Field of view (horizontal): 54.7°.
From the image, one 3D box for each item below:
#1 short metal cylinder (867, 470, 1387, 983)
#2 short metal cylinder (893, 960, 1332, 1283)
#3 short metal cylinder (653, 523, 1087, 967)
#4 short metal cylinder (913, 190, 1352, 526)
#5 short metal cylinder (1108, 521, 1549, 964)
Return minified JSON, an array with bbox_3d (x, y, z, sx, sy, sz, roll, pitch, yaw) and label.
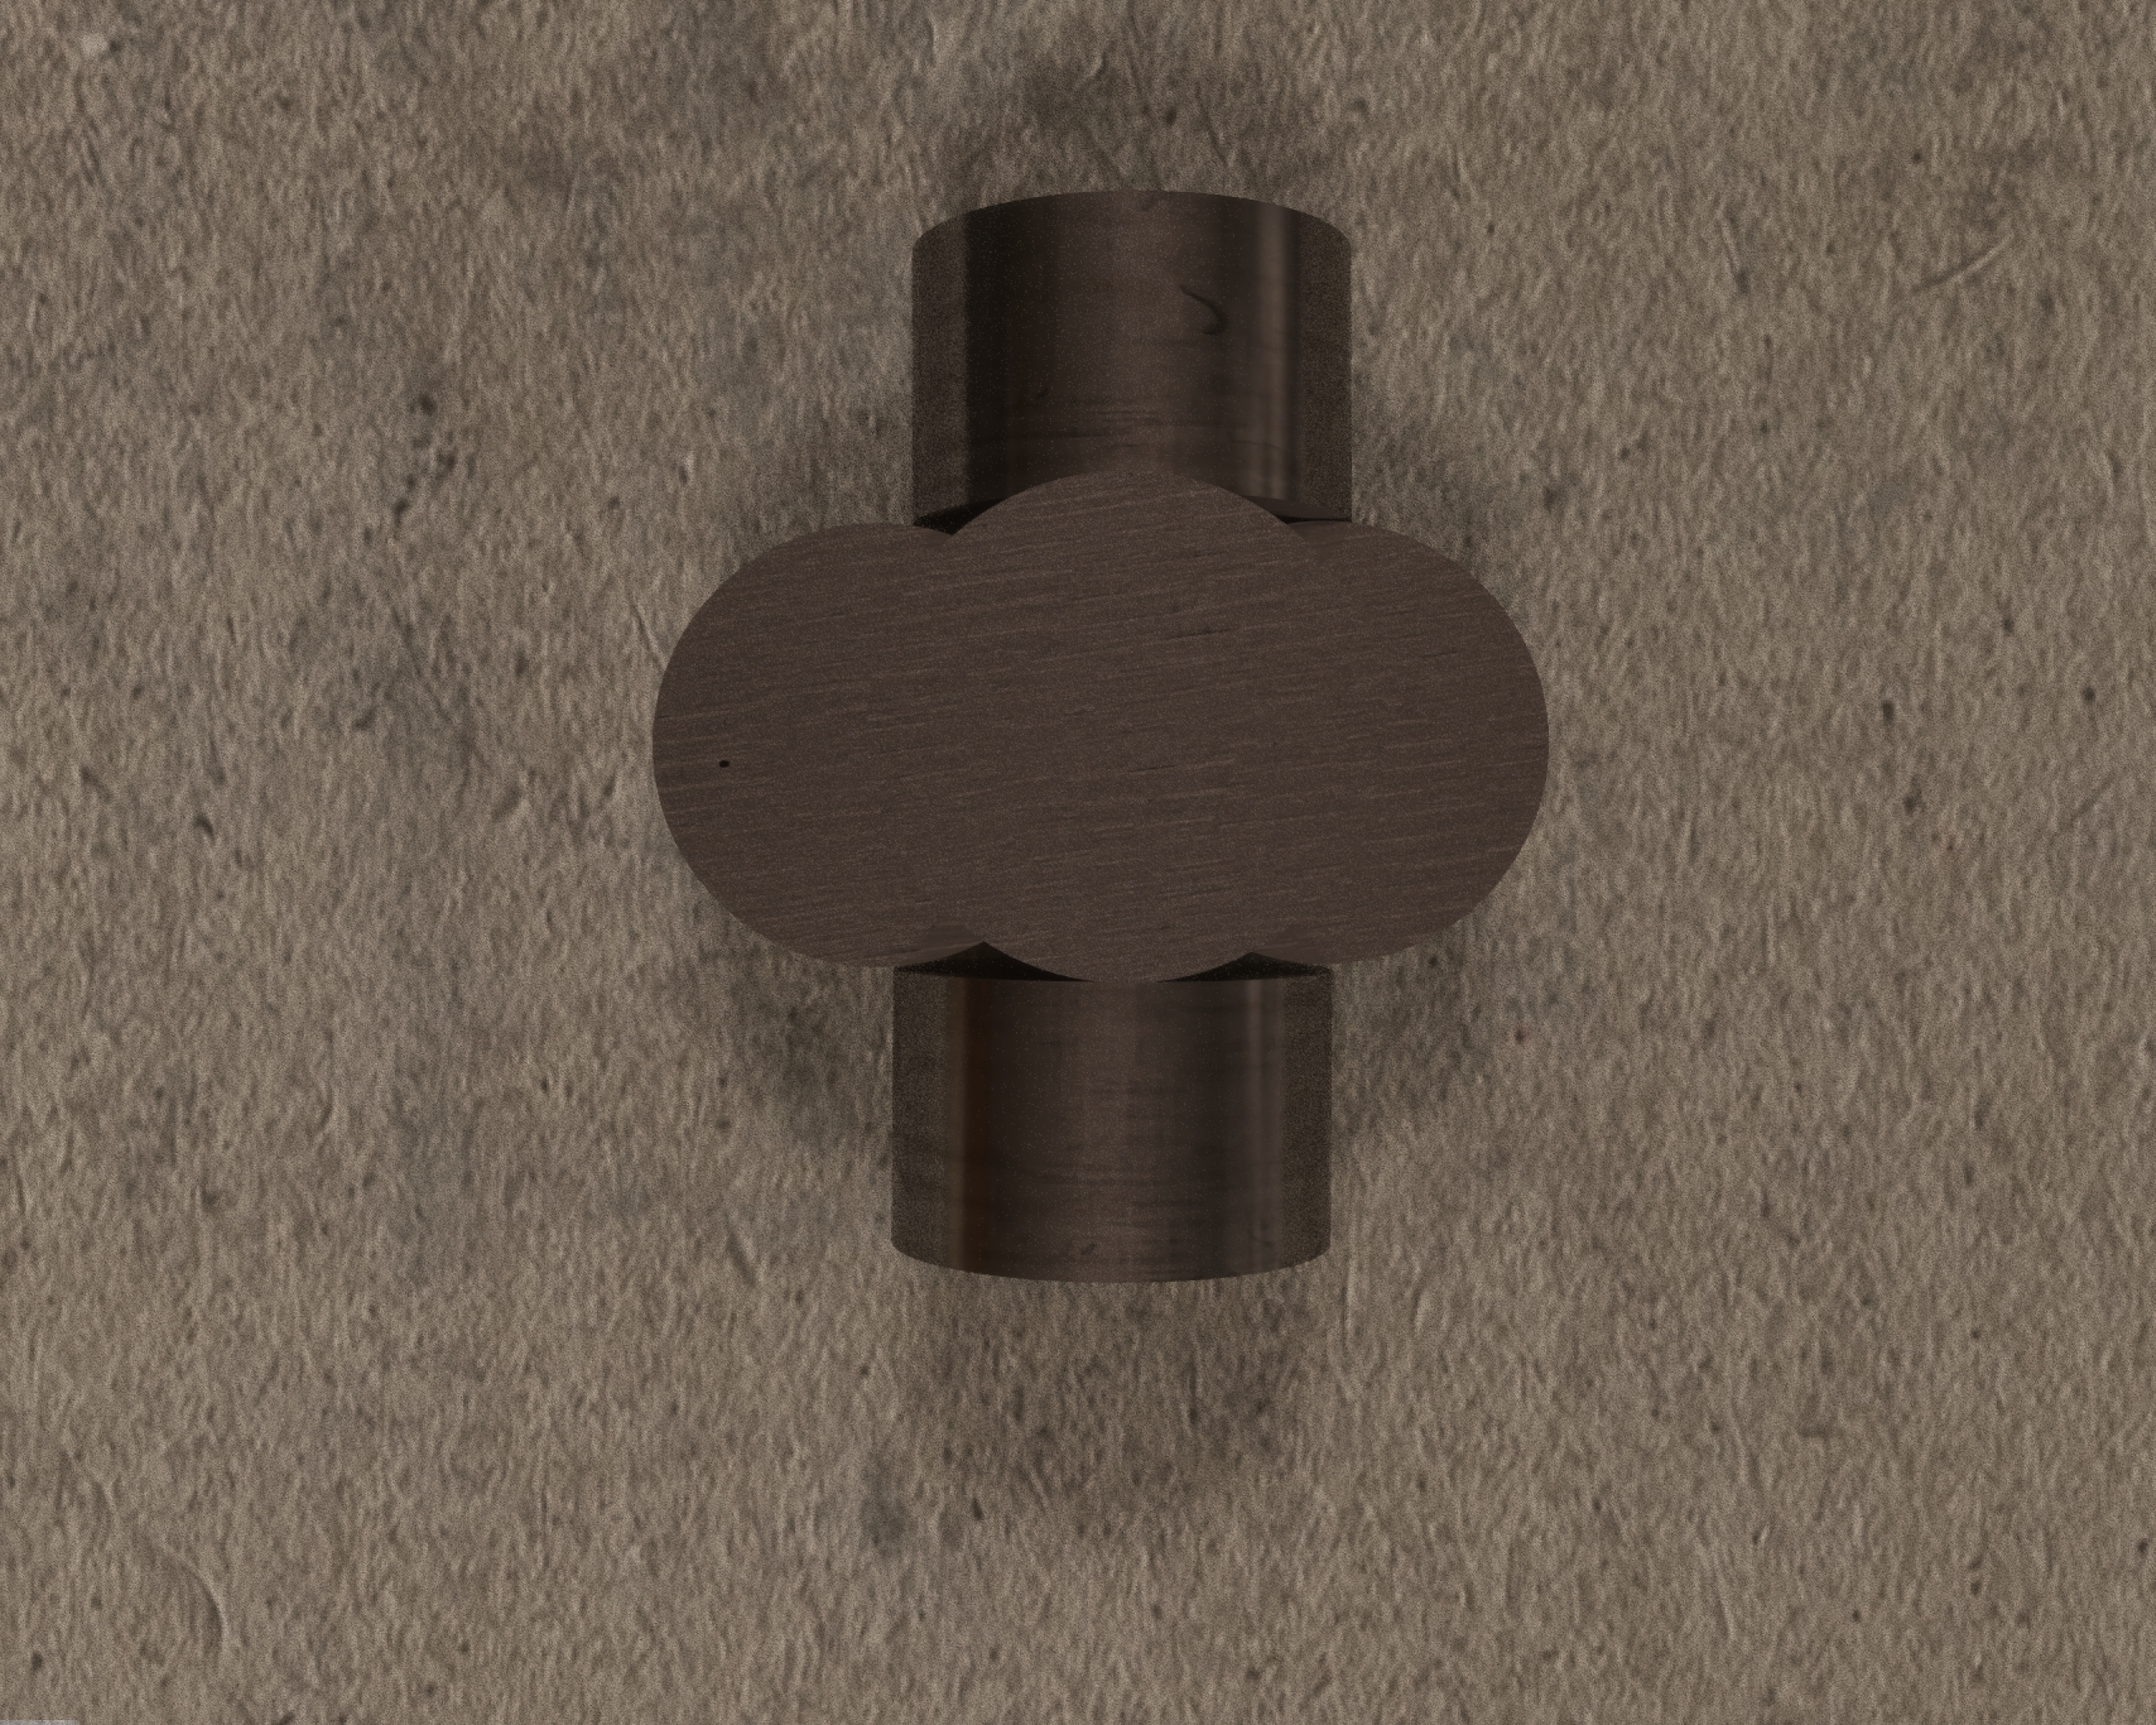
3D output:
[{"bbox_3d":[0.008,-0.021,0.348,0.081,0.050,0.079,0,90,-1],"label":"short metal cylinder"},{"bbox_3d":[0.006,0.044,0.384,0.081,0.080,0.050,0,90,-1],"label":"short metal cylinder"},{"bbox_3d":[-0.036,-0.021,0.398,0.081,0.050,0.079,0,90,-1],"label":"short metal cylinder"},{"bbox_3d":[0.010,-0.086,0.384,0.081,0.080,0.050,0,90,-1],"label":"short metal cylinder"},{"bbox_3d":[0.044,-0.022,0.399,0.081,0.050,0.079,0,90,-1],"label":"short metal cylinder"}]
